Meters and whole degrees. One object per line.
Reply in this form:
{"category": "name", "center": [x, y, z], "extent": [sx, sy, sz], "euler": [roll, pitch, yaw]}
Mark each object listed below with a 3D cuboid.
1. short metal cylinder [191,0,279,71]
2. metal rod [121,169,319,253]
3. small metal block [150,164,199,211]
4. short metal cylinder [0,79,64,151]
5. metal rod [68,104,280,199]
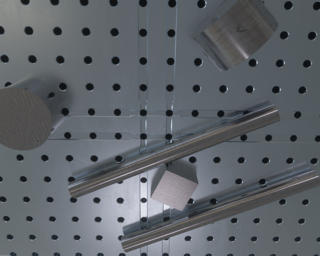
{"category": "short metal cylinder", "center": [0.081, -0.109, 0.345], "extent": [0.080, 0.080, 0.050], "euler": [-41, 105, 13]}
{"category": "metal rod", "center": [0.084, 0.125, 0.460], "extent": [0.301, 0.025, 0.025], "euler": [-22, 109, 7]}
{"category": "small metal block", "center": [0.020, 0.084, 0.445], "extent": [0.050, 0.025, 0.050], "euler": [25, 108, -9]}
{"category": "short metal cylinder", "center": [-0.169, -0.018, 0.392], "extent": [0.081, 0.050, 0.079], "euler": [0, 110, 0]}
{"category": "metal rod", "center": [0.014, 0.034, 0.426], "extent": [0.301, 0.025, 0.025], "euler": [-22, 109, 7]}
